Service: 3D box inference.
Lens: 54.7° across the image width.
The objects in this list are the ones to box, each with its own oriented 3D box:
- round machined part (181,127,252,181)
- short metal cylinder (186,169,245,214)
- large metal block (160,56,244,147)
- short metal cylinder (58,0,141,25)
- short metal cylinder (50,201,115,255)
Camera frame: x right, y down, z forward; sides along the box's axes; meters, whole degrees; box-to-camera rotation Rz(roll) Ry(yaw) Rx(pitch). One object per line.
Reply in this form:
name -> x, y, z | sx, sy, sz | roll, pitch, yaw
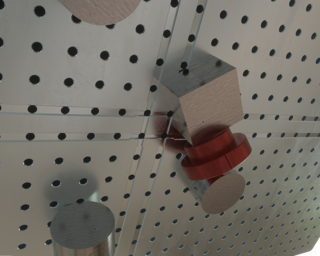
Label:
round machined part -> 0.073, 0.029, 0.431 | 0.099, 0.098, 0.042 | -28, 98, -11
short metal cylinder -> 0.089, 0.091, 0.500 | 0.081, 0.050, 0.079 | -14, 124, -21
large metal block -> 0.057, -0.035, 0.404 | 0.080, 0.050, 0.080 | -28, 128, -11
short metal cylinder -> -0.059, -0.138, 0.277 | 0.081, 0.050, 0.079 | -14, 124, -21
short metal cylinder -> -0.100, 0.144, 0.410 | 0.081, 0.080, 0.050 | -10, 123, -23
